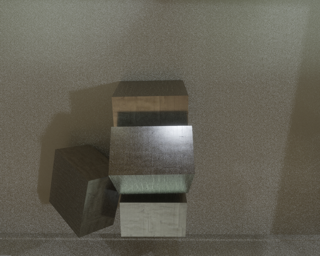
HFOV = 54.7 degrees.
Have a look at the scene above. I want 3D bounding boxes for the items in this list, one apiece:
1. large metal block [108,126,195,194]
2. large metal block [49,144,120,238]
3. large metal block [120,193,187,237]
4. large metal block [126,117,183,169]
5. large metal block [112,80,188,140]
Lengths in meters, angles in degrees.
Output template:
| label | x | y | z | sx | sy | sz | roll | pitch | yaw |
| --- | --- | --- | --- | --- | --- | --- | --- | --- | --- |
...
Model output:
| label | x | y | z | sx | sy | sz | roll | pitch | yaw |
| --- | --- | --- | --- | --- | --- | --- | --- | --- | --- |
| large metal block | -0.008 | 0.037 | 0.334 | 0.081 | 0.080 | 0.050 | -1 | 65 | 0 |
| large metal block | -0.097 | 0.077 | 0.399 | 0.050 | 0.080 | 0.079 | -7 | 119 | -44 |
| large metal block | -0.008 | 0.099 | 0.416 | 0.081 | 0.080 | 0.050 | 0 | 110 | -1 |
| large metal block | -0.010 | 0.031 | 0.409 | 0.081 | 0.050 | 0.079 | -1 | 110 | 0 |
| large metal block | -0.010 | -0.024 | 0.370 | 0.081 | 0.080 | 0.050 | -1 | 110 | 0 |
